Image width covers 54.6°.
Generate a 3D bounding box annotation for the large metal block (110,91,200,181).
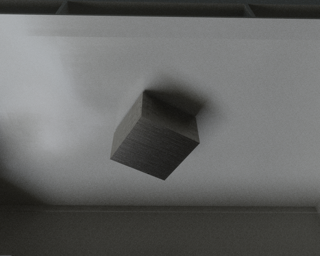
[{"bbox_3d":[-0.008,0.013,0.399,0.080,0.050,0.080,25,125,-20],"label":"large metal block"}]
